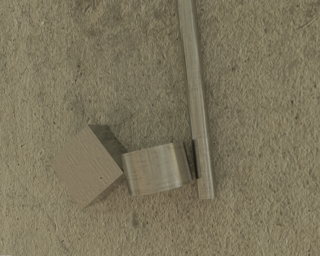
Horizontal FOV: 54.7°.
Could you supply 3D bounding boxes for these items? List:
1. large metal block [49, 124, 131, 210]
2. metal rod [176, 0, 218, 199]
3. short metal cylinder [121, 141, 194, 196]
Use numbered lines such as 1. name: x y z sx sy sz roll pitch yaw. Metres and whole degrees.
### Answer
1. large metal block: -0.090 0.051 0.427 0.080 0.050 0.080 -42 77 15
2. metal rod: 0.044 -0.062 0.393 0.025 0.025 0.298 -7 88 20
3. short metal cylinder: -0.004 0.048 0.381 0.080 0.080 0.050 -14 85 19
